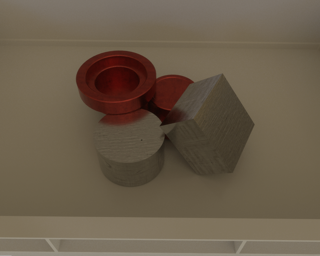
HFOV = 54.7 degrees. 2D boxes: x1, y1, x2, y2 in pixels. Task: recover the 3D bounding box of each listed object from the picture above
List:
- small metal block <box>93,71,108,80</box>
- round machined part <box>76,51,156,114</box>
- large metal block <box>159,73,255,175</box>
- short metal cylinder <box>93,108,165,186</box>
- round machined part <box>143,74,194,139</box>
[{"bbox_3d":[-0.082,-0.067,0.441,0.025,0.050,0.050,37,59,26],"label":"small metal block"},{"bbox_3d":[-0.054,-0.053,0.398,0.099,0.042,0.098,0,50,0],"label":"round machined part"},{"bbox_3d":[0.058,-0.003,0.362,0.050,0.080,0.080,-13,33,46],"label":"large metal block"},{"bbox_3d":[-0.035,0.022,0.368,0.081,0.050,0.080,0,50,0],"label":"short metal cylinder"},{"bbox_3d":[0.018,-0.035,0.419,0.099,0.042,0.098,0,50,0],"label":"round machined part"}]
